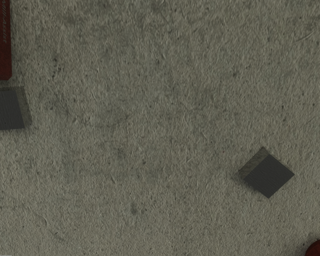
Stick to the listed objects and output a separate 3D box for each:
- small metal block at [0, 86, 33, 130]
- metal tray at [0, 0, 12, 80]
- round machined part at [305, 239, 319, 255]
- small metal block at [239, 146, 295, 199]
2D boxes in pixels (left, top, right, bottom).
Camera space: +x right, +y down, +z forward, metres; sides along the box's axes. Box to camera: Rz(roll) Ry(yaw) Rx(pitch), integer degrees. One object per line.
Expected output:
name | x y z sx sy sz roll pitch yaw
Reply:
small metal block | -0.199 -0.025 0.398 0.050 0.025 0.050 -5 110 1
metal tray | -0.218 -0.119 0.342 0.091 0.030 0.129 0 95 -1
round machined part | 0.269 0.212 0.483 0.099 0.042 0.097 0 110 -1
small metal block | 0.149 0.063 0.435 0.050 0.025 0.050 37 106 -13
